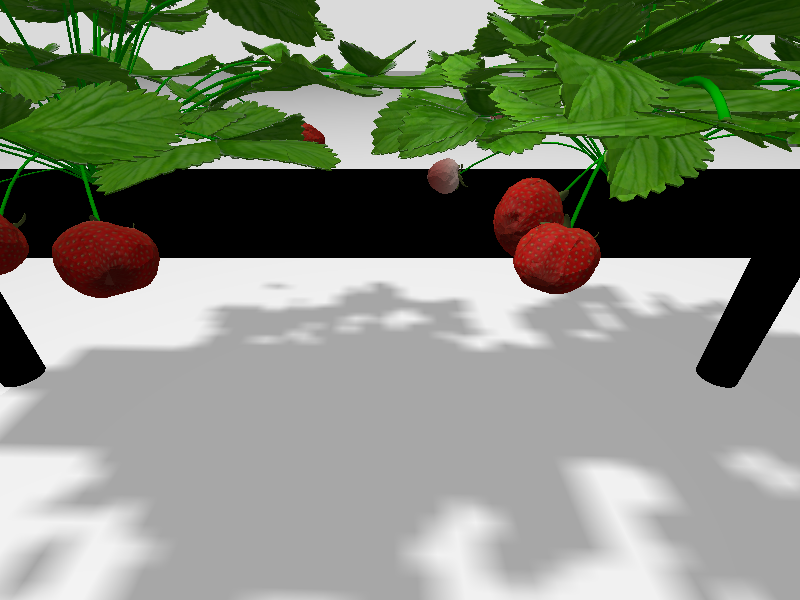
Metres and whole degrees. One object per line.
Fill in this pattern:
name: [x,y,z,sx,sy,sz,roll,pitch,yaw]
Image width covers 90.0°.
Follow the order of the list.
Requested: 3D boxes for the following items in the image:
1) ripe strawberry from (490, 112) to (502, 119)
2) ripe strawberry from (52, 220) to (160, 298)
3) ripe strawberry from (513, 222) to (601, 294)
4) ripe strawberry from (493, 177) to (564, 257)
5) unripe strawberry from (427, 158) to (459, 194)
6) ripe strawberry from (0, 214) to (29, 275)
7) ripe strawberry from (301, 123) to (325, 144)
ripe strawberry: [0.131,-0.240,0.545,0.044,0.039,0.040,-7,19,-12]
ripe strawberry: [-0.132,-0.018,0.182,0.040,0.034,0.040,-20,37,-29]
ripe strawberry: [0.070,-0.017,0.183,0.037,0.033,0.034,19,47,28]
ripe strawberry: [0.067,-0.042,0.215,0.038,0.043,0.041,24,39,34]
unripe strawberry: [0.035,-0.101,0.327,0.026,0.027,0.024,-6,32,-4]
ripe strawberry: [-0.210,-0.028,0.200,0.031,0.035,0.033,-9,34,-14]
ripe strawberry: [-0.102,-0.178,0.446,0.035,0.035,0.039,-22,37,-32]
